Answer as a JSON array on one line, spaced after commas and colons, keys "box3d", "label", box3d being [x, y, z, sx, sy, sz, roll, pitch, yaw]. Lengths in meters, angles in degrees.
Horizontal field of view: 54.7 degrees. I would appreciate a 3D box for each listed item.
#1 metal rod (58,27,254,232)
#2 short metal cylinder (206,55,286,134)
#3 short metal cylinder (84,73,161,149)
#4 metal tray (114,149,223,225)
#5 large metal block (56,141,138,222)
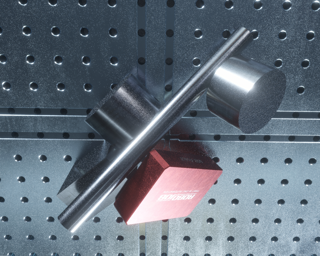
[{"box3d": [0.001, -0.004, 0.355, 0.025, 0.025, 0.300, 45, 82, -15], "label": "metal rod"}, {"box3d": [0.102, -0.040, 0.366, 0.081, 0.050, 0.079, -24, 132, -29], "label": "short metal cylinder"}, {"box3d": [-0.045, -0.020, 0.376, 0.080, 0.080, 0.050, -41, 105, 13], "label": "short metal cylinder"}, {"box3d": [0.016, 0.076, 0.396, 0.131, 0.030, 0.090, 13, 117, -50], "label": "metal tray"}, {"box3d": [-0.077, 0.061, 0.405, 0.080, 0.080, 0.050, -38, 106, 12], "label": "large metal block"}]
